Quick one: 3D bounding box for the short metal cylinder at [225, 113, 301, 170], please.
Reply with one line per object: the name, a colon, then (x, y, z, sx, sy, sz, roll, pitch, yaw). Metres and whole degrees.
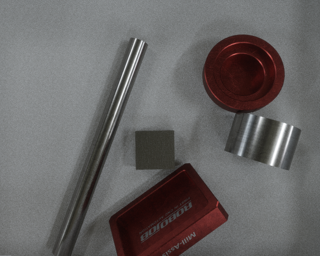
short metal cylinder: (0.127, 0.016, 0.386, 0.080, 0.080, 0.050, 17, 90, -1)

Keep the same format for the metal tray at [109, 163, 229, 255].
metal tray: (0.006, 0.110, 0.377, 0.130, 0.090, 0.030, -36, 122, -1)

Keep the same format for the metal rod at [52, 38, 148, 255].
metal rod: (-0.079, 0.026, 0.410, 0.025, 0.025, 0.299, 20, 90, -1)

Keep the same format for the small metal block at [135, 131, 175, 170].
small metal block: (-0.006, 0.029, 0.411, 0.050, 0.025, 0.050, -1, 90, -1)

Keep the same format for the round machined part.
round machined part: (0.104, -0.066, 0.399, 0.099, 0.042, 0.097, 0, 80, 0)
